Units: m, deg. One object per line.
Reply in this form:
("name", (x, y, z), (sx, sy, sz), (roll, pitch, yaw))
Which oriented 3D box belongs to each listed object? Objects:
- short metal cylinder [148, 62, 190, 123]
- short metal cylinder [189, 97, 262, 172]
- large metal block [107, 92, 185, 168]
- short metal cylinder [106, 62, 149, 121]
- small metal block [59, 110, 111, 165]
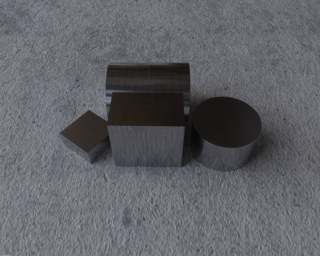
("short metal cylinder", (0.011, -0.046, 0.408), (0.050, 0.080, 0.080), (1, 50, 0))
("short metal cylinder", (0.078, 0.007, 0.383), (0.081, 0.050, 0.080), (0, 50, 0))
("large metal block", (-0.014, 0.004, 0.366), (0.081, 0.080, 0.050), (1, 50, 0))
("short metal cylinder", (-0.039, -0.046, 0.408), (0.050, 0.080, 0.080), (1, 50, 0))
("small metal block", (-0.089, 0.011, 0.396), (0.050, 0.025, 0.050), (31, 56, 23))
